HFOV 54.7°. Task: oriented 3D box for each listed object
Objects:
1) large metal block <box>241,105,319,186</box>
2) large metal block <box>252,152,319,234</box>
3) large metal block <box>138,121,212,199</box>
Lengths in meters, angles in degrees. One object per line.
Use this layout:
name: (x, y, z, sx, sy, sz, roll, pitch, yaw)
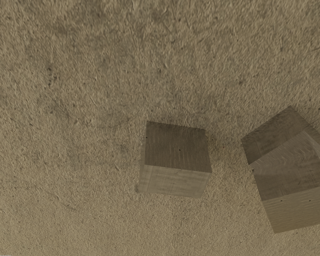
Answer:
large metal block: (0.171, 0.030, 0.418, 0.080, 0.050, 0.080, 35, 122, -26)
large metal block: (0.174, 0.086, 0.400, 0.080, 0.050, 0.080, -19, 128, 15)
large metal block: (0.017, 0.040, 0.405, 0.081, 0.080, 0.050, 8, 130, -7)
